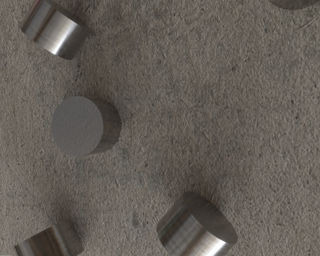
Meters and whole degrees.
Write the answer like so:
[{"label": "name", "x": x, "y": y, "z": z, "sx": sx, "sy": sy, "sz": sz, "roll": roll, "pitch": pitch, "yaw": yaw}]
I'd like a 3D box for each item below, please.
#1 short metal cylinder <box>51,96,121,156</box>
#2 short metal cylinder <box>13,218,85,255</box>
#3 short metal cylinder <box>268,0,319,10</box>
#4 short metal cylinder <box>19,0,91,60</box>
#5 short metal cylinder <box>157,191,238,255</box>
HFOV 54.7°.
[{"label": "short metal cylinder", "x": -0.102, "y": -0.002, "z": 0.432, "sx": 0.080, "sy": 0.050, "sz": 0.080, "roll": 0, "pitch": 90, "yaw": 20}, {"label": "short metal cylinder", "x": -0.154, "y": 0.169, "z": 0.434, "sx": 0.080, "sy": 0.080, "sz": 0.050, "roll": -32, "pitch": 80, "yaw": 17}, {"label": "short metal cylinder", "x": 0.153, "y": -0.179, "z": 0.342, "sx": 0.080, "sy": 0.050, "sz": 0.080, "roll": 0, "pitch": 90, "yaw": 20}, {"label": "short metal cylinder", "x": -0.144, "y": -0.139, "z": 0.431, "sx": 0.080, "sy": 0.080, "sz": 0.050, "roll": 41, "pitch": 103, "yaw": 15}, {"label": "short metal cylinder", "x": 0.043, "y": 0.121, "z": 0.364, "sx": 0.080, "sy": 0.080, "sz": 0.050, "roll": 42, "pitch": 103, "yaw": 15}]
